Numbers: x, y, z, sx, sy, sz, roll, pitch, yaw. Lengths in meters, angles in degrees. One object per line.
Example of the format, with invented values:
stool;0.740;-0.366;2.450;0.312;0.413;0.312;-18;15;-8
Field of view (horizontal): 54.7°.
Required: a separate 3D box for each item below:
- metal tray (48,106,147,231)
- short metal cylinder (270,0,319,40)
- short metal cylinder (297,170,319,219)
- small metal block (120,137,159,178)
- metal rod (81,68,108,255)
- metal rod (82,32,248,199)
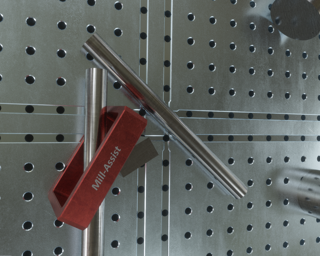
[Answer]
metal tray;-0.073;0.037;0.350;0.030;0.090;0.130;34;79;-24
short metal cylinder;0.216;-0.180;0.465;0.080;0.080;0.050;45;76;-15
short metal cylinder;0.274;0.111;0.503;0.081;0.050;0.079;0;90;-20
small metal block;-0.037;0.034;0.387;0.050;0.050;0.025;-32;101;-18
metal rod;-0.074;0.082;0.348;0.025;0.025;0.298;2;85;-20
metal rod;0.016;-0.007;0.419;0.300;0.025;0.025;45;76;-15
